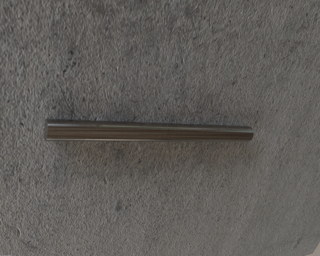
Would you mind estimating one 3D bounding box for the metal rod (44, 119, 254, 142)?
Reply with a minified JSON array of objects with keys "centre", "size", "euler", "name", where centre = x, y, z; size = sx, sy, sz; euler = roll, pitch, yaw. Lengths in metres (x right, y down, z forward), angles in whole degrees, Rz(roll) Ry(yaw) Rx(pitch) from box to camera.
[{"centre":[0.006,0.006,0.414],"size":[0.302,0.025,0.025],"euler":[2,118,-29],"name":"metal rod"}]
